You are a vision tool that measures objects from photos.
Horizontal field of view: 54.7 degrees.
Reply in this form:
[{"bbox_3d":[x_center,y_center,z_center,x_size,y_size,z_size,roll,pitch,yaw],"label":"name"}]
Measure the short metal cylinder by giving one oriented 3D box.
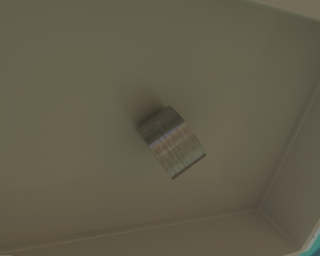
[{"bbox_3d":[0.013,0.018,0.390,0.050,0.080,0.080,-36,130,-5],"label":"short metal cylinder"}]
